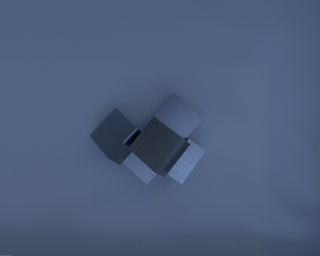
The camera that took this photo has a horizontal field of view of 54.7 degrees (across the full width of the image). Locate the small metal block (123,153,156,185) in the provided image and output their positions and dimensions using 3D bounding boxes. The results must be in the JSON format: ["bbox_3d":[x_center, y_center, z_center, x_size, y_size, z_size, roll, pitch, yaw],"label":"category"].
[{"bbox_3d":[-0.018,0.037,0.409,0.050,0.025,0.050,42,90,-1],"label":"small metal block"}]

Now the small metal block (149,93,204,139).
[{"bbox_3d":[0.021,-0.010,0.410,0.050,0.025,0.050,42,90,-1],"label":"small metal block"}]

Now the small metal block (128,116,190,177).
[{"bbox_3d":[-0.001,0.022,0.373,0.050,0.025,0.050,38,90,33],"label":"small metal block"}]

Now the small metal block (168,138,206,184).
[{"bbox_3d":[0.030,0.040,0.398,0.025,0.050,0.050,35,90,-1],"label":"small metal block"}]

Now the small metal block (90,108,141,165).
[{"bbox_3d":[-0.054,0.010,0.397,0.050,0.025,0.050,-48,52,0],"label":"small metal block"}]
